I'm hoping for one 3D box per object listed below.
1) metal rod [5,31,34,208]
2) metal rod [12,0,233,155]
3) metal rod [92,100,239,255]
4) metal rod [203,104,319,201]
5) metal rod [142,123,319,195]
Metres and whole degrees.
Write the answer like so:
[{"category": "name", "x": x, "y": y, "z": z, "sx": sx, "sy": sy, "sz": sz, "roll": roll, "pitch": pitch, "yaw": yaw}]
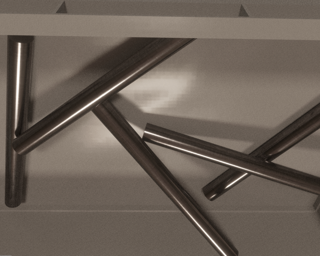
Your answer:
[{"category": "metal rod", "x": -0.193, "y": 0.012, "z": 0.416, "sx": 0.025, "sy": 0.025, "sz": 0.298, "roll": 14, "pitch": 129, "yaw": -12}, {"category": "metal rod", "x": -0.057, "y": -0.049, "z": 0.352, "sx": 0.300, "sy": 0.025, "sz": 0.025, "roll": -31, "pitch": 124, "yaw": 18}, {"category": "metal rod", "x": 0.015, "y": 0.080, "z": 0.424, "sx": 0.025, "sy": 0.025, "sz": 0.300, "roll": -32, "pitch": 107, "yaw": 24}, {"category": "metal rod", "x": 0.172, "y": 0.018, "z": 0.426, "sx": 0.025, "sy": 0.025, "sz": 0.299, "roll": 31, "pitch": 123, "yaw": -24}, {"category": "metal rod", "x": 0.123, "y": 0.050, "z": 0.424, "sx": 0.302, "sy": 0.025, "sz": 0.025, "roll": 17, "pitch": 128, "yaw": -4}]
